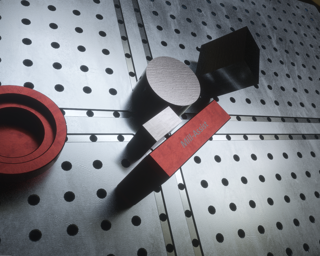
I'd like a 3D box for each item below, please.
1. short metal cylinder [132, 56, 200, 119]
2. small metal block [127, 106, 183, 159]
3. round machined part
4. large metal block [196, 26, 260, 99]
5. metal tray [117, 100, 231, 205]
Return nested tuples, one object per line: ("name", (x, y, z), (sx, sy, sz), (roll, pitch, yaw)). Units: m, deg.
("short metal cylinder", (0.008, -0.052, 0.430), (0.081, 0.050, 0.080), (14, 56, -21))
("small metal block", (-0.007, 0.006, 0.387), (0.025, 0.050, 0.050), (48, 51, 5))
("round machined part", (-0.148, 0.009, 0.313), (0.099, 0.042, 0.098), (14, 56, -21))
("large metal block", (0.107, -0.102, 0.486), (0.050, 0.080, 0.080), (46, 44, -35))
("metal tray", (0.018, 0.027, 0.361), (0.030, 0.090, 0.131), (48, 51, 5))
